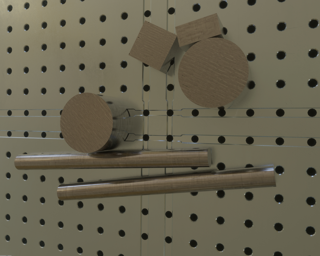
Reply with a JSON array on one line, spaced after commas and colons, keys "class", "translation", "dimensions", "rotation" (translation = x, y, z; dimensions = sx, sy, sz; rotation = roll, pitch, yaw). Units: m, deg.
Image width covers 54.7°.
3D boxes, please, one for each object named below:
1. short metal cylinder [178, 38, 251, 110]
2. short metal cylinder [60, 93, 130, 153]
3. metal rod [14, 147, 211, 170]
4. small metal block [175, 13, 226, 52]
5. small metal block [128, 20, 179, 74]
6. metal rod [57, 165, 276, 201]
[{"class": "short metal cylinder", "translation": [0.068, -0.063, 0.375], "dimensions": [0.080, 0.050, 0.079], "rotation": [0, 90, 20]}, {"class": "short metal cylinder", "translation": [-0.089, -0.007, 0.431], "dimensions": [0.080, 0.050, 0.079], "rotation": [0, 90, 20]}, {"class": "metal rod", "translation": [-0.079, 0.045, 0.440], "dimensions": [0.301, 0.025, 0.025], "rotation": [-3, 89, 19]}, {"class": "small metal block", "translation": [0.052, -0.113, 0.381], "dimensions": [0.050, 0.050, 0.025], "rotation": [-13, 86, 19]}, {"class": "small metal block", "translation": [-0.006, -0.108, 0.415], "dimensions": [0.050, 0.025, 0.050], "rotation": [30, 100, 17]}, {"class": "metal rod", "translation": [-0.005, 0.076, 0.414], "dimensions": [0.301, 0.025, 0.025], "rotation": [-8, 87, 19]}]
